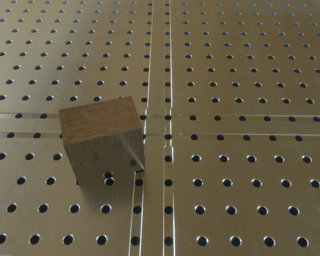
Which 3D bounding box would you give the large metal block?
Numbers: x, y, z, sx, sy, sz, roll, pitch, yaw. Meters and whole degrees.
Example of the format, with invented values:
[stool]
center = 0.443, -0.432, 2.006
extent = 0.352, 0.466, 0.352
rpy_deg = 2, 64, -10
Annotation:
[large metal block]
center = -0.064, 0.016, 0.358
extent = 0.081, 0.080, 0.050
rpy_deg = -13, 51, -11
